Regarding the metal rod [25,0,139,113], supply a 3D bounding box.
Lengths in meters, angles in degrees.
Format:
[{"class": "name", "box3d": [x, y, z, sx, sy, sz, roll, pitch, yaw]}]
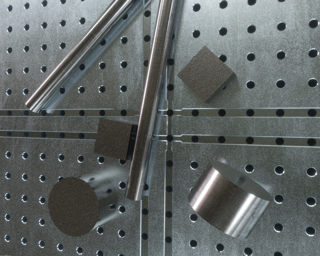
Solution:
[{"class": "metal rod", "box3d": [-0.093, -0.133, 0.445, 0.299, 0.025, 0.025, -44, 77, 14]}]

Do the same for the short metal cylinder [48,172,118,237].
[{"class": "short metal cylinder", "box3d": [-0.108, 0.105, 0.437, 0.080, 0.050, 0.079, 0, 90, 20]}]

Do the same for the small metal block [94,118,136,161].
[{"class": "small metal block", "box3d": [-0.061, 0.015, 0.434, 0.050, 0.025, 0.050, 12, 94, 19]}]

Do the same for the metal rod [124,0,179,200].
[{"class": "metal rod", "box3d": [-0.009, -0.051, 0.415, 0.025, 0.025, 0.298, 12, 94, 19]}]

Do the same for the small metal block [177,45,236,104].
[{"class": "small metal block", "box3d": [0.059, -0.067, 0.392, 0.050, 0.025, 0.050, -46, 76, 14]}]

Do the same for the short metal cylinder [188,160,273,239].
[{"class": "short metal cylinder", "box3d": [0.080, 0.079, 0.355, 0.080, 0.080, 0.050, 32, 101, 17]}]
